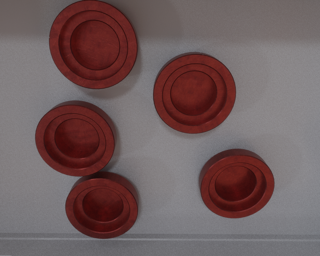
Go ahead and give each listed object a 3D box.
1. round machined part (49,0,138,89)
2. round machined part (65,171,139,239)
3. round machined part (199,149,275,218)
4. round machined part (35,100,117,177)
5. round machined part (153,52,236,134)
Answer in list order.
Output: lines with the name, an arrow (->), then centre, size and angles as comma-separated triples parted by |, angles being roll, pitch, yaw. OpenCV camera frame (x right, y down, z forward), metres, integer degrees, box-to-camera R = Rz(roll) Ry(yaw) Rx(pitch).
round machined part -> -0.074, -0.098, 0.365 | 0.099, 0.042, 0.097 | 0, 110, -1
round machined part -> -0.079, 0.104, 0.440 | 0.099, 0.042, 0.097 | 0, 110, -1
round machined part -> 0.103, 0.073, 0.431 | 0.099, 0.042, 0.097 | 0, 110, -1
round machined part -> -0.106, 0.011, 0.405 | 0.099, 0.042, 0.097 | 0, 110, -1
round machined part -> 0.041, -0.046, 0.386 | 0.099, 0.042, 0.097 | 0, 110, -1
